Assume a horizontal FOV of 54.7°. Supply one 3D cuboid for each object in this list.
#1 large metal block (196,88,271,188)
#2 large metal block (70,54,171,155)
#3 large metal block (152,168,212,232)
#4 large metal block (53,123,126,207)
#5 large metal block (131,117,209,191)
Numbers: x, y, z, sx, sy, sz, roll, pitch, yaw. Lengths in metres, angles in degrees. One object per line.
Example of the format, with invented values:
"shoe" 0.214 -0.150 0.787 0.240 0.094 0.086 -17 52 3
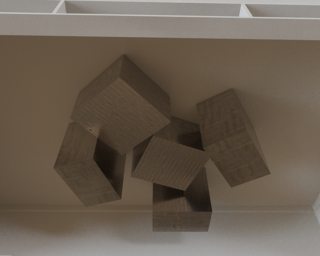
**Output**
"large metal block" 0.089 0.012 0.382 0.050 0.080 0.080 -25 126 19
"large metal block" -0.044 -0.025 0.368 0.080 0.050 0.080 -35 123 25
"large metal block" 0.030 0.106 0.462 0.081 0.080 0.050 1 130 -1
"large metal block" -0.086 0.043 0.407 0.050 0.080 0.080 -15 129 12
"large metal block" 0.013 0.033 0.419 0.081 0.050 0.079 17 128 -15
